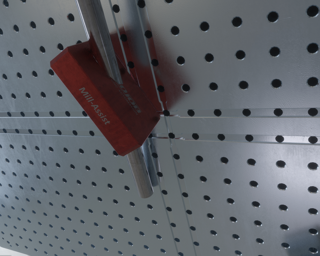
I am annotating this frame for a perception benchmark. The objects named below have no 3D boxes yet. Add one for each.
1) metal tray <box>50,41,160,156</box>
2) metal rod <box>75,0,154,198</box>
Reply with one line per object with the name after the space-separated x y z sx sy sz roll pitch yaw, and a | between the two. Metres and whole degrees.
-0.058 -0.041 0.371 0.030 0.090 0.130 -31 102 25 | metal tray
-0.049 -0.019 0.401 0.025 0.025 0.298 6 129 25 | metal rod
